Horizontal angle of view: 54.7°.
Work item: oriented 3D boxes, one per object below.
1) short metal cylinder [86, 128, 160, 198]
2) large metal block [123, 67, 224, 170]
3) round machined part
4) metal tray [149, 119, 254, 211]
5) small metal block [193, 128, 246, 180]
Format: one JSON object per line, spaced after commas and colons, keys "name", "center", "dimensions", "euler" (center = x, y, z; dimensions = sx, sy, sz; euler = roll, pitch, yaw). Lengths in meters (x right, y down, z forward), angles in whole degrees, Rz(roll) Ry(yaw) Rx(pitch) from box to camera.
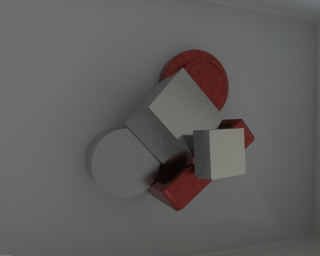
{"name": "short metal cylinder", "center": [-0.047, 0.040, 0.379], "dimensions": [0.081, 0.050, 0.079], "euler": [0, 90, -21]}
{"name": "large metal block", "center": [0.019, -0.010, 0.365], "dimensions": [0.080, 0.050, 0.080], "euler": [48, 50, -14]}
{"name": "round machined part", "center": [0.052, -0.058, 0.420], "dimensions": [0.099, 0.042, 0.097], "euler": [0, 90, -21]}
{"name": "metal tray", "center": [0.044, 0.040, 0.391], "dimensions": [0.131, 0.090, 0.030], "euler": [-40, 102, -16]}
{"name": "small metal block", "center": [0.064, 0.026, 0.332], "dimensions": [0.050, 0.025, 0.050], "euler": [-3, 91, -33]}
